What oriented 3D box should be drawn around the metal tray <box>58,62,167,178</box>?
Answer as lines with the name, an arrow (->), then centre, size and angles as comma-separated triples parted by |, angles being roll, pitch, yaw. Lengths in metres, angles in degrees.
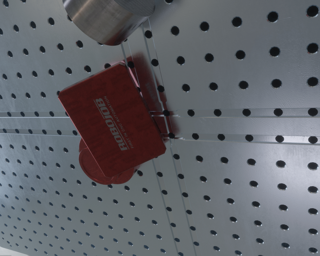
metal tray -> -0.059, -0.009, 0.405 | 0.090, 0.030, 0.129 | -25, 108, 4

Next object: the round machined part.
round machined part -> -0.084, 0.048, 0.474 | 0.098, 0.042, 0.097 | 13, 124, 21

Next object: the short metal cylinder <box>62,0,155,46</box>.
short metal cylinder -> -0.052, -0.133, 0.320 | 0.050, 0.080, 0.080 | -32, 101, 38
